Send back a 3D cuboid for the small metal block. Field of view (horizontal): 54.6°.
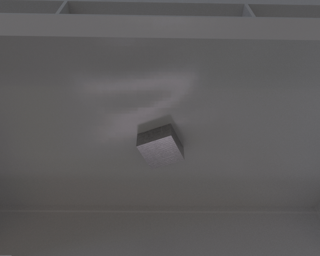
[{"bbox_3d":[0.001,0.026,0.431,0.050,0.025,0.050,-18,128,14],"label":"small metal block"}]
